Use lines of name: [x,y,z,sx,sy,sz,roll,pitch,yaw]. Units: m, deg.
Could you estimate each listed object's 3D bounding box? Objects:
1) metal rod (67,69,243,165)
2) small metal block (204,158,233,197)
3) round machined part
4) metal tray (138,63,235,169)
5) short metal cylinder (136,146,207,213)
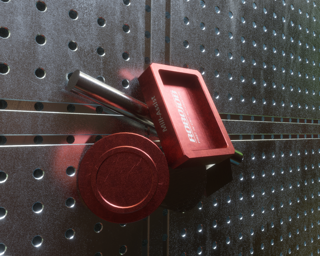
metal rod: [0.017,-0.001,0.419,0.302,0.025,0.025,25,75,-37]
small metal block: [0.077,0.065,0.456,0.050,0.025,0.050,-29,125,-20]
round machined part: [-0.038,0.053,0.332,0.099,0.042,0.097,1,86,-7]
metal tray: [0.033,-0.017,0.391,0.091,0.030,0.130,0,61,-41]
short metal cylinder: [0.015,0.064,0.401,0.081,0.050,0.079,0,90,-40]
